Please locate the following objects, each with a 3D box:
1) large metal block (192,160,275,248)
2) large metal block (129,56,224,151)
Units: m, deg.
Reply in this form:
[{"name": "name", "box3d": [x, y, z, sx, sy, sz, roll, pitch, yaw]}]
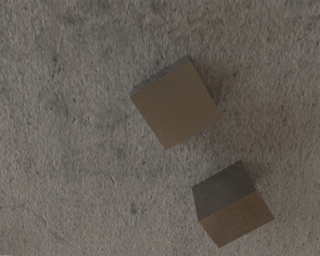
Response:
[{"name": "large metal block", "box3d": [0.094, 0.100, 0.419, 0.080, 0.080, 0.050, -32, 107, 11]}, {"name": "large metal block", "box3d": [0.020, -0.032, 0.385, 0.080, 0.050, 0.080, -30, 108, 10]}]
